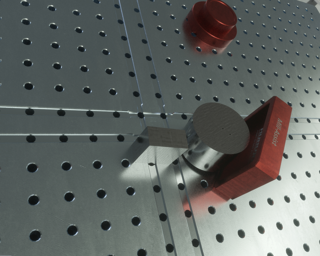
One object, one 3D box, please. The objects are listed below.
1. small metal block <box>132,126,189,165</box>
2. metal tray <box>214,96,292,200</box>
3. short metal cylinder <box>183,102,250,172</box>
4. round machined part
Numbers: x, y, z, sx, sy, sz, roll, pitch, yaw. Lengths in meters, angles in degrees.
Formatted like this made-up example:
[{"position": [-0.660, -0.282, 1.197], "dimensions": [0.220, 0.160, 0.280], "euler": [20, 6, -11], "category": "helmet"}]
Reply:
[{"position": [-0.001, 0.023, 0.379], "dimensions": [0.050, 0.050, 0.025], "euler": [6, 59, -26], "category": "small metal block"}, {"position": [0.128, 0.026, 0.421], "dimensions": [0.030, 0.090, 0.130], "euler": [35, 51, -6], "category": "metal tray"}, {"position": [0.072, 0.012, 0.418], "dimensions": [0.081, 0.050, 0.080], "euler": [10, 54, -14], "category": "short metal cylinder"}, {"position": [0.104, -0.202, 0.579], "dimensions": [0.099, 0.042, 0.098], "euler": [14, 56, -21], "category": "round machined part"}]
